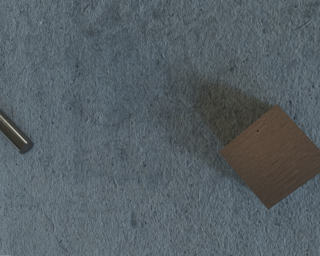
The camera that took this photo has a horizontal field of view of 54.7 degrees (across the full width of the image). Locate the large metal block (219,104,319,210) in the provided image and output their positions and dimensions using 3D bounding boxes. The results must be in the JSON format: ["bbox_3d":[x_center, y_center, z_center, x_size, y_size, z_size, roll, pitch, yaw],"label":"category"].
[{"bbox_3d":[0.128,0.031,0.351,0.080,0.050,0.080,-42,77,15],"label":"large metal block"}]

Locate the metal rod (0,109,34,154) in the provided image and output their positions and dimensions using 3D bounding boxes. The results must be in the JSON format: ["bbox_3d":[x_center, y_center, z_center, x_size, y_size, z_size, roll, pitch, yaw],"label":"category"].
[{"bbox_3d":[-0.317,-0.063,0.518,0.300,0.025,0.025,40,103,15],"label":"metal rod"}]
